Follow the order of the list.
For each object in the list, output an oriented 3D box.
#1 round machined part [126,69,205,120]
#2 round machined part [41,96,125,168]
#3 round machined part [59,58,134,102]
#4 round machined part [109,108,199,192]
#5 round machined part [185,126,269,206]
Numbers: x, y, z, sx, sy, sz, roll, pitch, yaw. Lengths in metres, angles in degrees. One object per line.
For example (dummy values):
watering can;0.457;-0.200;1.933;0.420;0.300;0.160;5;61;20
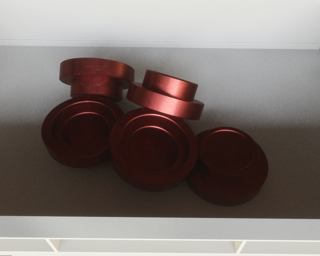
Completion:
round machined part;0.010;-0.045;0.395;0.099;0.042;0.098;16;10;-3
round machined part;-0.090;0.009;0.382;0.099;0.042;0.098;0;50;0
round machined part;-0.085;-0.060;0.418;0.099;0.098;0.042;2;86;1
round machined part;-0.009;0.028;0.353;0.099;0.042;0.098;8;55;-11
round machined part;0.077;0.037;0.361;0.099;0.042;0.098;0;50;0
